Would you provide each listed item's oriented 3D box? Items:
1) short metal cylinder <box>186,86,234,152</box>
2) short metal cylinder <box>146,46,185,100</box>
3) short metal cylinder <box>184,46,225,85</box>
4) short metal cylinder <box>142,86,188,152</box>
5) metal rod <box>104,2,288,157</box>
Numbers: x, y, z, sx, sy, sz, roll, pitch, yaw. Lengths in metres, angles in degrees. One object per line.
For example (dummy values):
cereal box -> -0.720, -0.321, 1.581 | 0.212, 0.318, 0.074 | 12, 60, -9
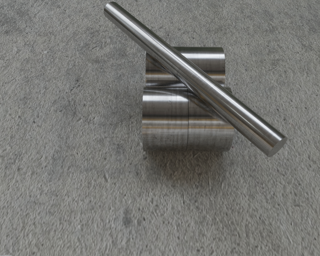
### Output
short metal cylinder -> 0.057, -0.011, 0.379 | 0.050, 0.080, 0.080 | 1, 50, 0
short metal cylinder -> 0.007, -0.073, 0.430 | 0.050, 0.080, 0.080 | 1, 50, 0
short metal cylinder -> 0.058, -0.072, 0.430 | 0.050, 0.080, 0.080 | 1, 50, 0
short metal cylinder -> 0.006, -0.011, 0.378 | 0.050, 0.080, 0.080 | 1, 50, 0
metal rod -> 0.020, -0.075, 0.364 | 0.025, 0.025, 0.300 | -29, 56, -22
